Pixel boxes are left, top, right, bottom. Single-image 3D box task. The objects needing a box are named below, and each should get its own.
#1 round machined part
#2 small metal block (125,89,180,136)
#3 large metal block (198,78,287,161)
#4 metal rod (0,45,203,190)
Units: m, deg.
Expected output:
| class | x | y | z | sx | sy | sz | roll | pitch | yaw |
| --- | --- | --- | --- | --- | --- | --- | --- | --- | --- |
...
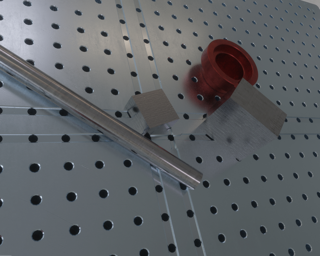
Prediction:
| class | x | y | z | sx | sy | sz | roll | pitch | yaw |
| --- | --- | --- | --- | --- | --- | --- | --- | --- | --- |
| round machined part | 0.110 | -0.096 | 0.515 | 0.099 | 0.042 | 0.098 | 14 | 56 | -21 |
| small metal block | -0.010 | -0.021 | 0.415 | 0.050 | 0.025 | 0.050 | -19 | 72 | -35 |
| large metal block | 0.116 | -0.010 | 0.441 | 0.080 | 0.080 | 0.050 | 40 | 51 | -2 |
| metal rod | -0.079 | -0.013 | 0.373 | 0.301 | 0.025 | 0.025 | 33 | 51 | -7 |
